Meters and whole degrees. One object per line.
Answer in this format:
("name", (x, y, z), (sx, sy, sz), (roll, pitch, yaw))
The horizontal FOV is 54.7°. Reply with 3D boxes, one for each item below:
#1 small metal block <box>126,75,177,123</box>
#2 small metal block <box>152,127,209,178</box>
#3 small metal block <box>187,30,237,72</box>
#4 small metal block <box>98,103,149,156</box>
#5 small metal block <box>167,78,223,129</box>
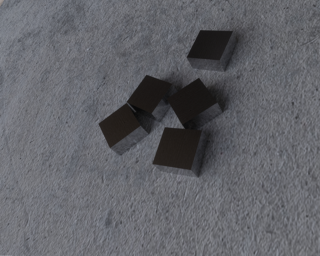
("small metal block", (-0.010, -0.042, 0.435), (0.050, 0.025, 0.050), (26, 76, 37))
("small metal block", (0.025, 0.029, 0.373), (0.050, 0.025, 0.050), (5, 64, 30))
("small metal block", (0.073, -0.108, 0.432), (0.050, 0.025, 0.050), (14, 69, 33))
("small metal block", (-0.051, 0.001, 0.430), (0.050, 0.025, 0.050), (-36, 51, 4))
("small metal block", (0.044, -0.029, 0.398), (0.050, 0.025, 0.050), (-33, 52, 7))
